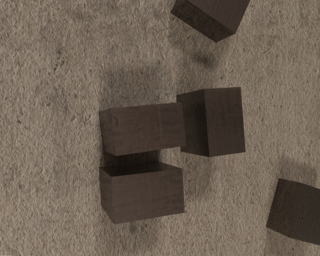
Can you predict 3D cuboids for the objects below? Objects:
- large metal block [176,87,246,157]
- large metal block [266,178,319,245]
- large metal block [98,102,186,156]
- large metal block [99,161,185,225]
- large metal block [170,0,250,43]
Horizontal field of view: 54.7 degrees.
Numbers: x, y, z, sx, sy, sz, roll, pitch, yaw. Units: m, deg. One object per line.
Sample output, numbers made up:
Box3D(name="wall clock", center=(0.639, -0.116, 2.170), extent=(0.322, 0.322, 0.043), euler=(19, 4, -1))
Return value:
Box3D(name="large metal block", center=(0.064, -0.008, 0.405), extent=(0.050, 0.080, 0.079), euler=(-6, 92, -20))
Box3D(name="large metal block", center=(0.223, 0.130, 0.481), extent=(0.081, 0.050, 0.080), euler=(20, 83, -19))
Box3D(name="large metal block", center=(-0.024, 0.000, 0.372), extent=(0.081, 0.080, 0.050), euler=(-7, 93, -20))
Box3D(name="large metal block", center=(-0.025, 0.073, 0.372), extent=(0.081, 0.080, 0.050), euler=(-4, 92, -20))
Box3D(name="large metal block", center=(0.073, -0.178, 0.424), extent=(0.080, 0.050, 0.080), euler=(27, 81, -18))
